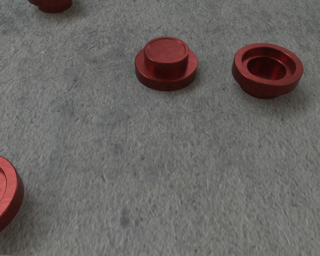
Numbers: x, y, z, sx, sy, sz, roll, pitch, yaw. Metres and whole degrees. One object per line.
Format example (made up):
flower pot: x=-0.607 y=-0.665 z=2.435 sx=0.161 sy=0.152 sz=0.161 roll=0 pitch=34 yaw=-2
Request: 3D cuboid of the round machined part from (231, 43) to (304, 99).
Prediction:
round machined part: x=0.156 y=-0.081 z=0.462 sx=0.099 sy=0.042 sz=0.098 roll=0 pitch=50 yaw=0

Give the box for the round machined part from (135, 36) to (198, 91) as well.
round machined part: x=0.010 y=-0.105 z=0.481 sx=0.099 sy=0.042 sz=0.098 roll=0 pitch=50 yaw=0

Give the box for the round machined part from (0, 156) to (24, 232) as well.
round machined part: x=-0.193 y=0.078 z=0.324 sx=0.099 sy=0.042 sz=0.098 roll=0 pitch=50 yaw=0

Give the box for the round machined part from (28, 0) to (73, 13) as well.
round machined part: x=-0.211 y=-0.263 z=0.610 sx=0.099 sy=0.042 sz=0.098 roll=0 pitch=50 yaw=0
